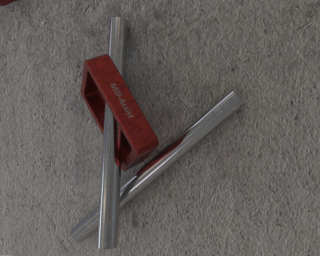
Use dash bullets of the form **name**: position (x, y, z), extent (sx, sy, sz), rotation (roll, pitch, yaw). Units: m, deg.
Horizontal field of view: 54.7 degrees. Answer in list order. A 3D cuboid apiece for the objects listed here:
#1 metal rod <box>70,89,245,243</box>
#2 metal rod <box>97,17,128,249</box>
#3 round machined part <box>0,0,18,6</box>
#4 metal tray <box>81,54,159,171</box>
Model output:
- **metal rod**: position (-0.013, 0.059, 0.413), extent (0.299, 0.025, 0.025), rotation (-42, 77, 15)
- **metal rod**: position (-0.061, -0.001, 0.406), extent (0.025, 0.025, 0.298), rotation (-2, 80, 20)
- **round machined part**: position (-0.246, -0.240, 0.487), extent (0.098, 0.042, 0.097), rotation (0, 90, 20)
- **metal tray**: position (-0.056, -0.016, 0.396), extent (0.030, 0.090, 0.130), rotation (-26, 79, -25)
